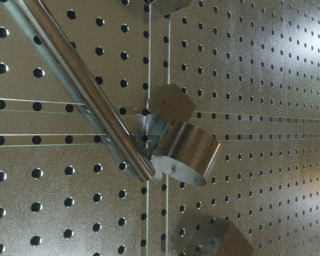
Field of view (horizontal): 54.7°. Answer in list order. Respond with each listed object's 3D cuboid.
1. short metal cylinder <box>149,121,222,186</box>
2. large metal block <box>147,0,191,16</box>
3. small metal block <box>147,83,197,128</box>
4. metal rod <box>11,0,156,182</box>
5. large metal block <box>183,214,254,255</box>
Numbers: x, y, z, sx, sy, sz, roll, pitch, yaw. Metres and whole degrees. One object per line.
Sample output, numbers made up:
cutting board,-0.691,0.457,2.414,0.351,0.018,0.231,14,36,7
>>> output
short metal cylinder,0.033,0.034,0.403,0.080,0.080,0.050,43,64,-32
large metal block,0.007,-0.209,0.400,0.080,0.050,0.080,32,70,-36
small metal block,0.017,-0.025,0.426,0.050,0.025,0.050,41,65,-33
metal rod,-0.087,-0.056,0.336,0.025,0.025,0.299,-46,118,-30
large metal block,0.089,0.192,0.471,0.080,0.050,0.080,52,60,-28
